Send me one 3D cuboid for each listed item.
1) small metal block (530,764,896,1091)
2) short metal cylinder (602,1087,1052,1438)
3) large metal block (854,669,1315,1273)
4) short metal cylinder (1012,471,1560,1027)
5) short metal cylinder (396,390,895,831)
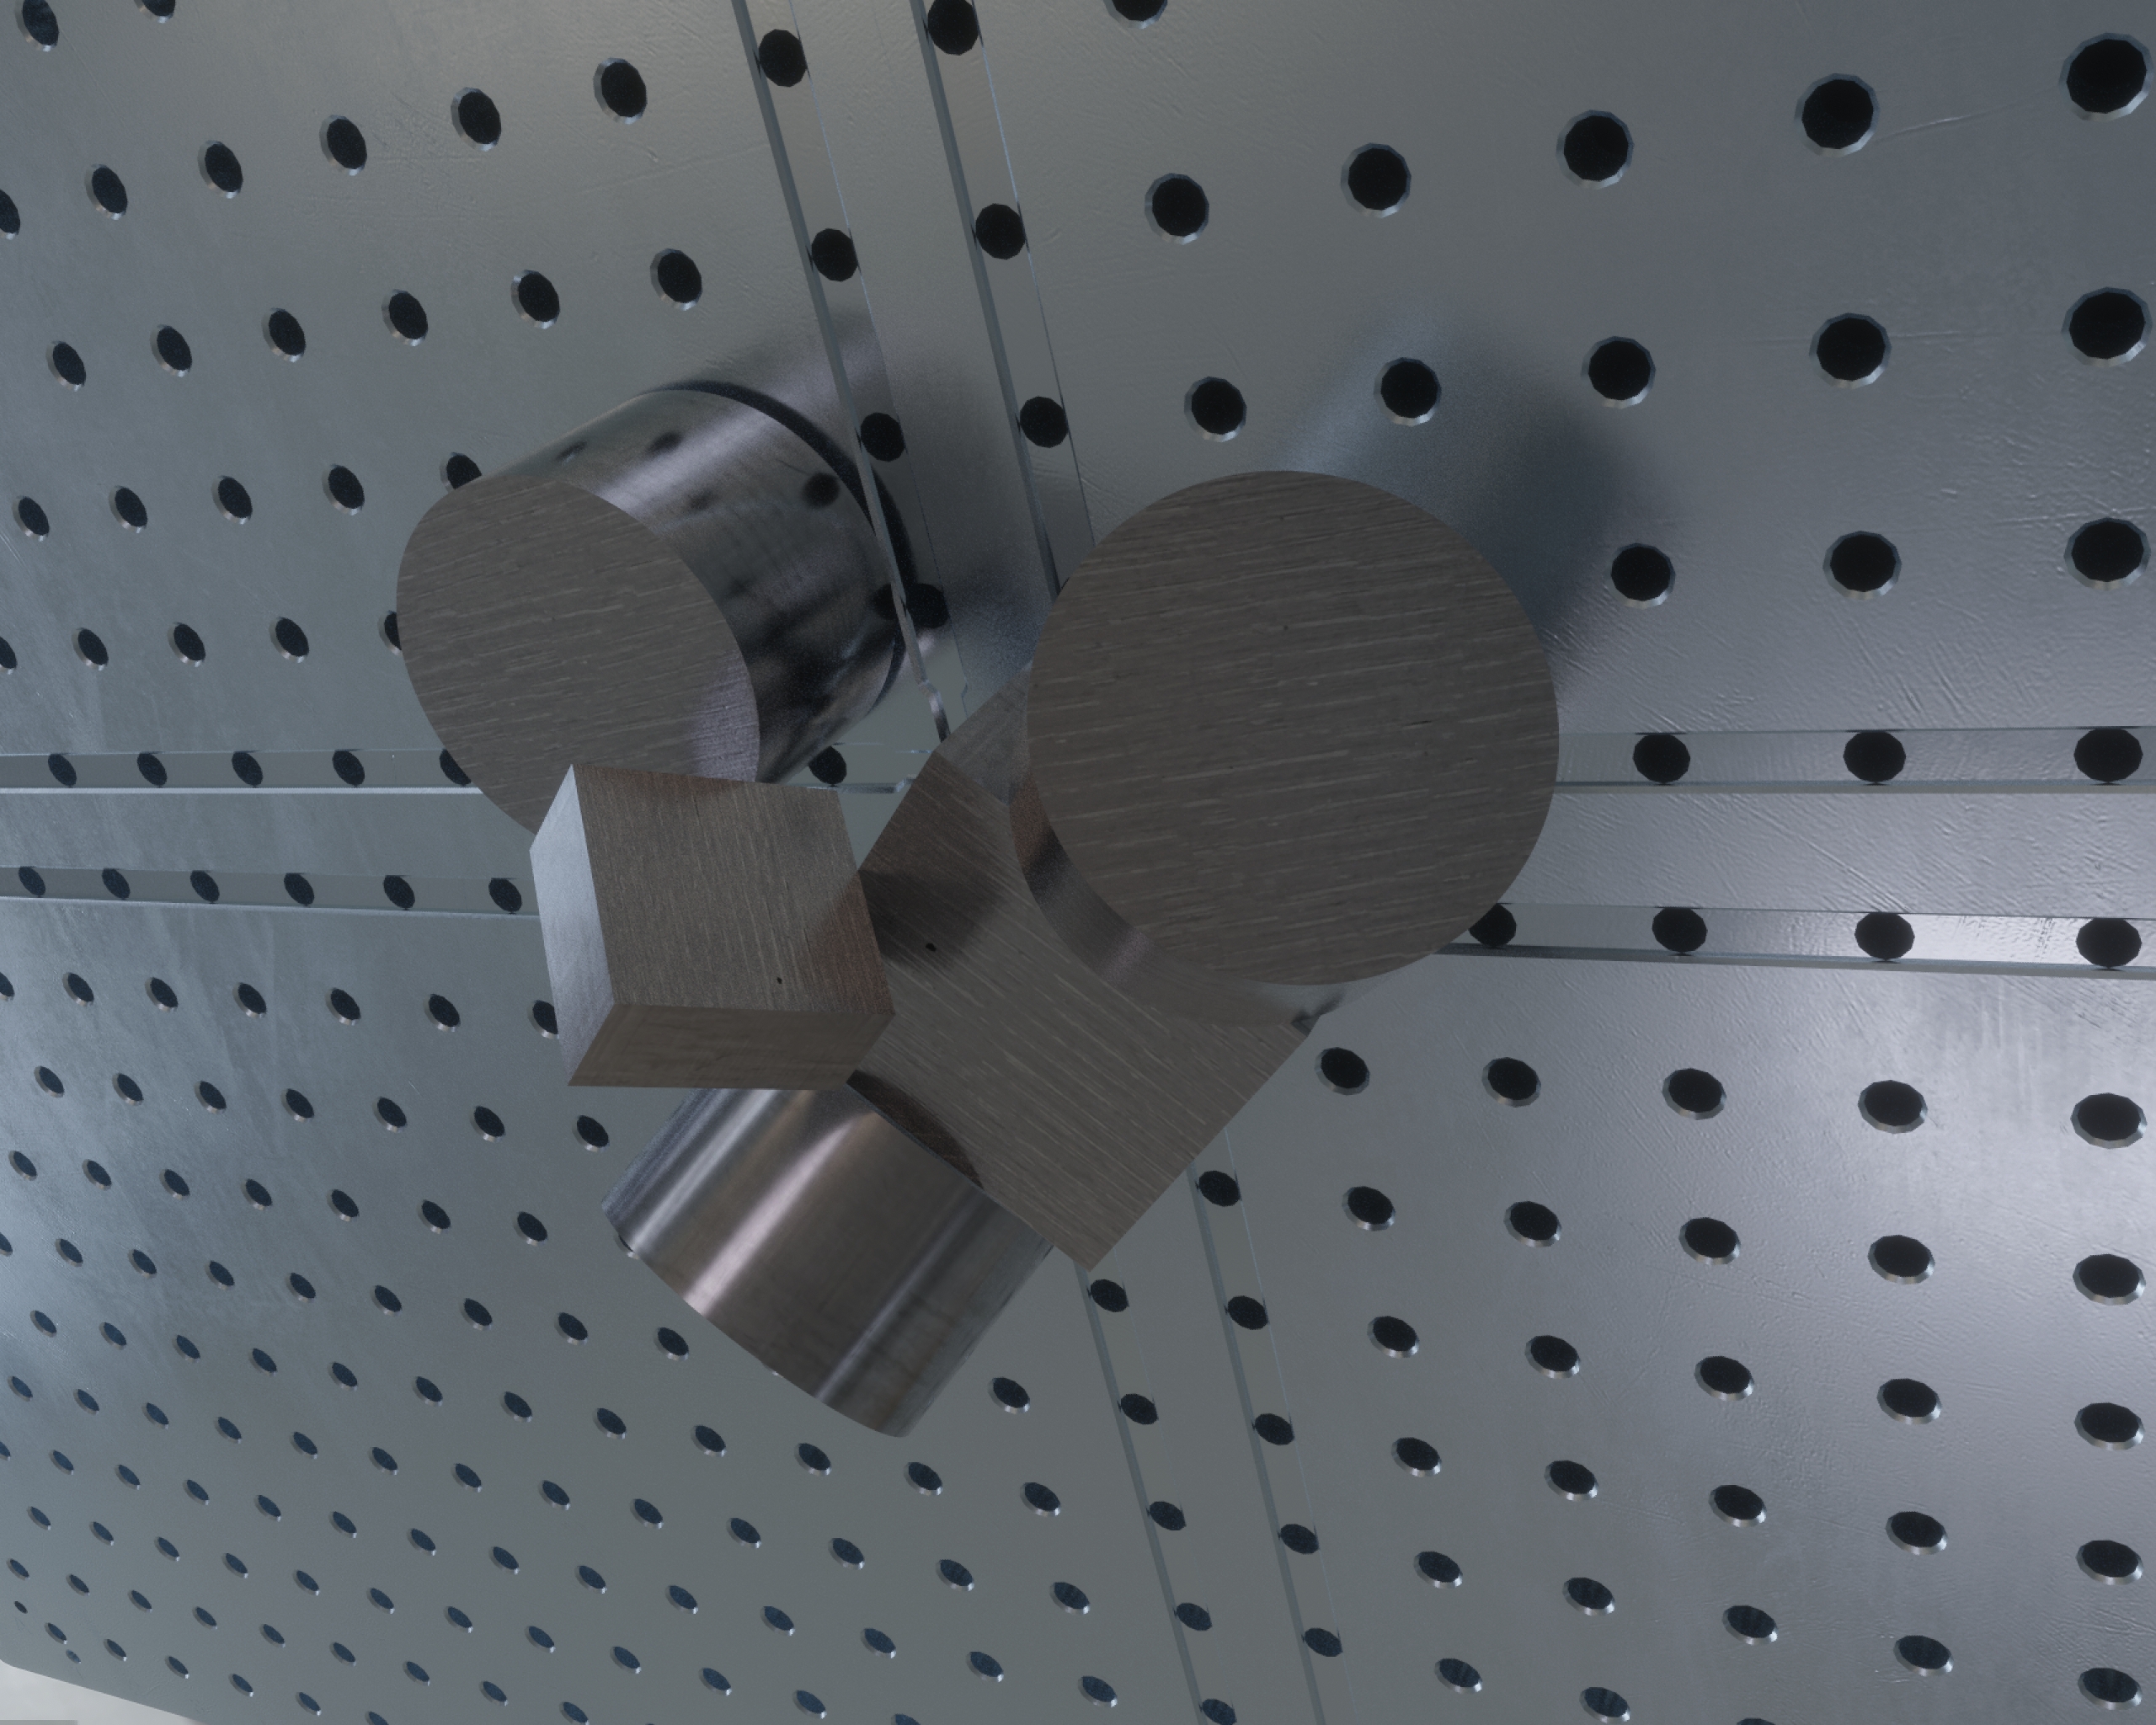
[{"bbox_3d":[-0.065,0.012,0.368,0.025,0.050,0.050,-53,44,41],"label":"small metal block"},{"bbox_3d":[-0.051,0.074,0.436,0.080,0.080,0.050,37,84,5],"label":"short metal cylinder"},{"bbox_3d":[-0.001,0.018,0.399,0.080,0.050,0.080,38,129,2],"label":"large metal block"},{"bbox_3d":[0.030,-0.016,0.336,0.080,0.080,0.050,37,167,3],"label":"short metal cylinder"},{"bbox_3d":[-0.083,-0.046,0.406,0.080,0.050,0.079,13,124,21],"label":"short metal cylinder"}]
